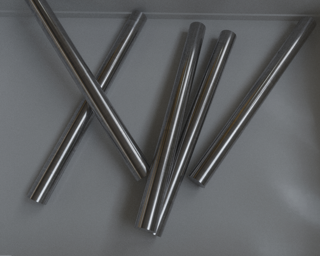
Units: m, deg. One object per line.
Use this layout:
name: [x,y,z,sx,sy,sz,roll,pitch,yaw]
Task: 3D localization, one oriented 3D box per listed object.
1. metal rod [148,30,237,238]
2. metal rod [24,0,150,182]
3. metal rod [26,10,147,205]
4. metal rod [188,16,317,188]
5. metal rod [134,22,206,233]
metal rod: [0.046,-0.007,0.412,0.025,0.025,0.300,21,71,7]
metal rod: [-0.099,-0.065,0.401,0.025,0.025,0.299,-32,83,-11]
metal rod: [-0.091,-0.041,0.423,0.025,0.025,0.300,22,71,8]
metal rod: [0.135,-0.046,0.427,0.025,0.025,0.300,35,73,12]
metal rod: [0.020,-0.019,0.402,0.025,0.025,0.300,13,65,5]
